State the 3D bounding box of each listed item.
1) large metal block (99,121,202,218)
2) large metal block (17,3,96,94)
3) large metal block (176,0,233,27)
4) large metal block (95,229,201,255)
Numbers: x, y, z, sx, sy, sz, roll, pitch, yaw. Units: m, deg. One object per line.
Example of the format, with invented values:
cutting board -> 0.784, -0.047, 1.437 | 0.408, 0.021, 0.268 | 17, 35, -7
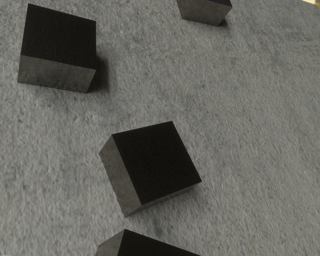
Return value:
large metal block -> -0.012, 0.045, 0.355 | 0.081, 0.050, 0.080 | -13, 69, -34
large metal block -> -0.125, -0.095, 0.379 | 0.081, 0.050, 0.080 | 8, 58, -25
large metal block -> 0.079, -0.245, 0.582 | 0.081, 0.050, 0.080 | 2, 61, -28
large metal block -> -0.015, 0.136, 0.278 | 0.080, 0.080, 0.050 | 25, 53, -14
